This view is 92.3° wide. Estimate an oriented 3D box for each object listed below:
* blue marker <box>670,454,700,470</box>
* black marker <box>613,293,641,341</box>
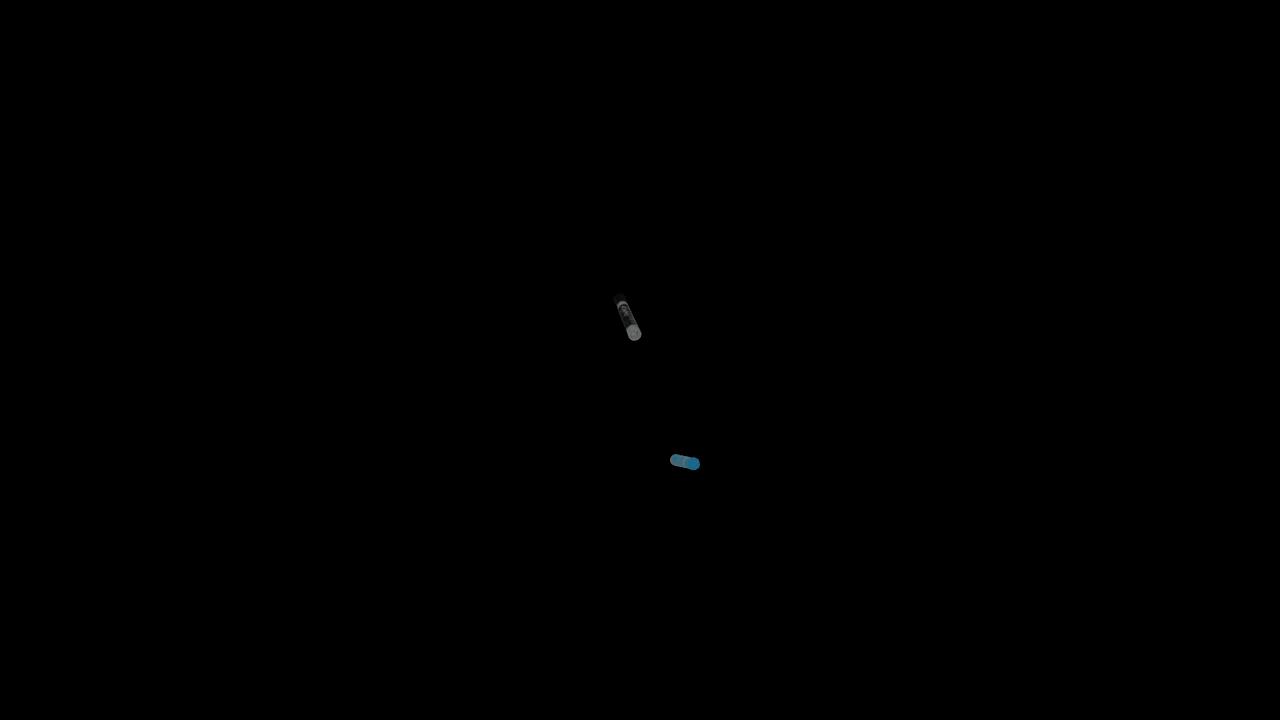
[{"bbox_3d":[0.068,0.157,0.944,0.020,0.020,0.121,0,-6,-10],"label":"blue marker"},{"bbox_3d":[-0.020,-0.066,0.902,0.020,0.020,0.121,0,31,-15],"label":"black marker"}]
